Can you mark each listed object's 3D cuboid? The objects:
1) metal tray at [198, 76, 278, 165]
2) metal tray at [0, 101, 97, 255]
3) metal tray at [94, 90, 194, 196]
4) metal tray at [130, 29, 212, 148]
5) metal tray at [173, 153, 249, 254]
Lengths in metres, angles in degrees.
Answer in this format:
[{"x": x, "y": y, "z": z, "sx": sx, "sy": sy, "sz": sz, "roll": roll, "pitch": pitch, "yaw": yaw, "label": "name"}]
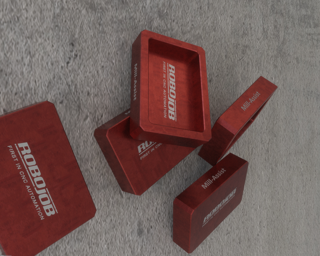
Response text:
[{"x": 0.115, "y": -0.011, "z": 0.457, "sx": 0.030, "sy": 0.089, "sz": 0.131, "roll": 38, "pitch": 53, "yaw": 15, "label": "metal tray"}, {"x": -0.126, "y": 0.049, "z": 0.296, "sx": 0.091, "sy": 0.030, "sz": 0.129, "roll": -28, "pitch": 108, "yaw": -36, "label": "metal tray"}, {"x": -0.008, "y": 0.011, "z": 0.394, "sx": 0.131, "sy": 0.030, "sz": 0.090, "roll": -36, "pitch": 112, "yaw": -34, "label": "metal tray"}, {"x": 0.013, "y": -0.046, "z": 0.372, "sx": 0.091, "sy": 0.030, "sz": 0.130, "roll": 10, "pitch": 66, "yaw": -25, "label": "metal tray"}, {"x": 0.073, "y": 0.103, "z": 0.439, "sx": 0.131, "sy": 0.030, "sz": 0.089, "roll": -31, "pitch": 135, "yaw": -36, "label": "metal tray"}]
